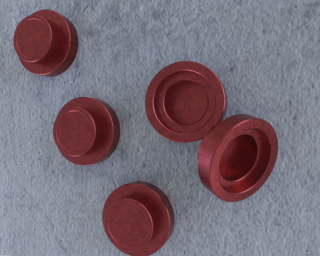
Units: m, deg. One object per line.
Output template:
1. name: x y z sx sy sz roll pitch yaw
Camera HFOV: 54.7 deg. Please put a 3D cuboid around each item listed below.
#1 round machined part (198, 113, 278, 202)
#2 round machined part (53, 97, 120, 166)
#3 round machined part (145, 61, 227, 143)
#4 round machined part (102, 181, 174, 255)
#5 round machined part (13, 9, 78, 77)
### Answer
1. round machined part: 0.083 0.030 0.351 0.042 0.099 0.097 32 103 55
2. round machined part: -0.110 0.004 0.437 0.098 0.042 0.097 0 90 19
3. round machined part: 0.035 -0.031 0.387 0.098 0.042 0.097 0 90 19
4. round machined part: -0.034 0.123 0.411 0.098 0.042 0.097 0 90 19
5. round machined part: -0.175 -0.128 0.460 0.098 0.042 0.097 0 90 19
